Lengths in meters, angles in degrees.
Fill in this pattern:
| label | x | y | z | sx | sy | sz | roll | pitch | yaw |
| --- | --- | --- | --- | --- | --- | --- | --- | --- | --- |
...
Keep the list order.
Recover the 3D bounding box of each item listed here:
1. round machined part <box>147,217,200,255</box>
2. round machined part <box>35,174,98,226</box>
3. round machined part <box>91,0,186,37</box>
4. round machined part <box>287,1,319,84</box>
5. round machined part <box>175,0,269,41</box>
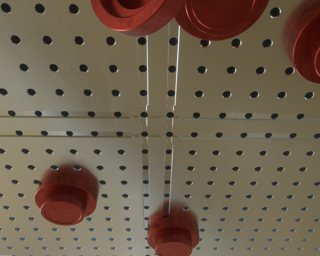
| label | x | y | z | sx | sy | sz | roll | pitch | yaw |
| --- | --- | --- | --- | --- | --- | --- | --- | --- | --- |
| round machined part | 0.025 | 0.212 | 0.580 | 0.099 | 0.042 | 0.097 | 0 | 130 | 0 |
| round machined part | -0.153 | 0.122 | 0.503 | 0.099 | 0.042 | 0.097 | 0 | 130 | 0 |
| round machined part | -0.012 | -0.128 | 0.268 | 0.098 | 0.098 | 0.042 | -40 | 158 | 29 |
| round machined part | 0.192 | -0.087 | 0.328 | 0.099 | 0.042 | 0.097 | 0 | 130 | 0 |
| round machined part | 0.056 | -0.127 | 0.292 | 0.099 | 0.042 | 0.097 | 0 | 130 | 0 |
